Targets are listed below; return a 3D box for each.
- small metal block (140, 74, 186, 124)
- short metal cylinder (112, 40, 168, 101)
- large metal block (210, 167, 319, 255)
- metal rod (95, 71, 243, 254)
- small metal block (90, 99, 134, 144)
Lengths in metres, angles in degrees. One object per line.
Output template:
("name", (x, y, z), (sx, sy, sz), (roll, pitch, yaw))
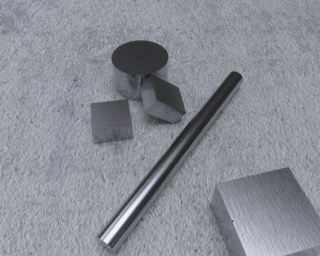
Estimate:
("small metal block", (0.004, -0.039, 0.420), (0.050, 0.025, 0.050), (21, 41, -34))
("short metal cylinder", (-0.028, -0.085, 0.458), (0.081, 0.050, 0.080), (0, 50, 0))
("large metal block", (0.105, 0.094, 0.310), (0.081, 0.050, 0.080), (-11, 51, -10))
("metal rod", (0.030, 0.020, 0.386), (0.025, 0.025, 0.301), (28, 55, 21))
("small metal block", (-0.064, -0.009, 0.410), (0.050, 0.025, 0.050), (-7, 51, -7))
